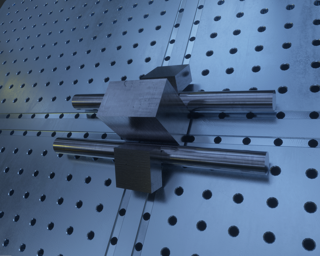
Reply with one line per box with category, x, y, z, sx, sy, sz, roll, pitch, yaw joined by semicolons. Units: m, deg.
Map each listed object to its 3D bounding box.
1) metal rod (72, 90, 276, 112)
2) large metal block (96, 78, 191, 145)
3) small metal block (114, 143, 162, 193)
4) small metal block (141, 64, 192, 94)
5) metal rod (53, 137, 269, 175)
metal rod;-0.001;-0.036;0.426;0.300;0.025;0.025;2;63;29
large metal block;-0.017;-0.016;0.386;0.080;0.080;0.050;2;63;29
small metal block;-0.026;0.047;0.373;0.050;0.025;0.050;3;101;29
small metal block;0.010;-0.066;0.424;0.050;0.025;0.050;1;28;28
metal rod;-0.020;0.032;0.395;0.300;0.025;0.025;2;63;29
